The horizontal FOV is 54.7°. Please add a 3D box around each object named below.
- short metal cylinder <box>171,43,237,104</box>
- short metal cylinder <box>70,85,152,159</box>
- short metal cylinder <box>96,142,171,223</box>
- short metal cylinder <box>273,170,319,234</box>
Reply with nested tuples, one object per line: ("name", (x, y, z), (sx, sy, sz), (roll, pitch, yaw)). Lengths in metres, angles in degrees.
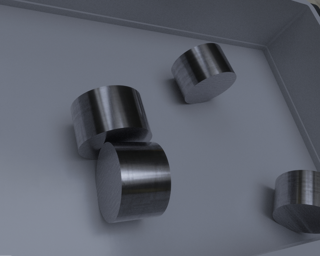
("short metal cylinder", (0.063, -0.078, 0.452), (0.081, 0.080, 0.050), (-10, 67, -33))
("short metal cylinder", (-0.054, -0.004, 0.344), (0.081, 0.080, 0.050), (-3, 64, -30))
("short metal cylinder", (-0.030, 0.054, 0.321), (0.050, 0.080, 0.080), (1, 61, -28))
("short metal cylinder", (0.195, 0.100, 0.414), (0.080, 0.080, 0.050), (29, 52, -10))
